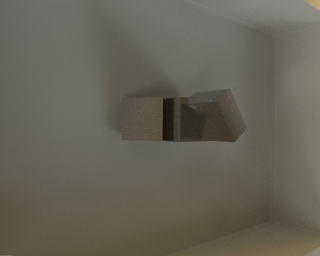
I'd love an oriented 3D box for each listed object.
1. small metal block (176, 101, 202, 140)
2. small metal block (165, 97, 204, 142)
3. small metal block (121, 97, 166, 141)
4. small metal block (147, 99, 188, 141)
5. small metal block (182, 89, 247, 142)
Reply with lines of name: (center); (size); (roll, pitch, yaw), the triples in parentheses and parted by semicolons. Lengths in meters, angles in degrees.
small metal block: (0.038, -0.009, 0.417); (0.025, 0.050, 0.050); (1, 90, -6)
small metal block: (0.034, -0.009, 0.366); (0.050, 0.025, 0.050); (1, 89, -40)
small metal block: (-0.017, -0.010, 0.370); (0.025, 0.050, 0.050); (2, 89, -74)
small metal block: (0.009, -0.009, 0.395); (0.025, 0.050, 0.050); (1, 89, -40)
small metal block: (0.059, -0.013, 0.339); (0.025, 0.050, 0.050); (-42, 116, -31)
